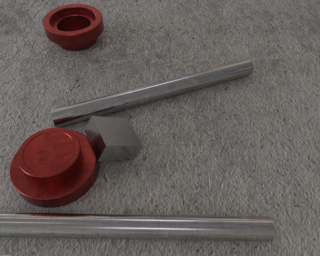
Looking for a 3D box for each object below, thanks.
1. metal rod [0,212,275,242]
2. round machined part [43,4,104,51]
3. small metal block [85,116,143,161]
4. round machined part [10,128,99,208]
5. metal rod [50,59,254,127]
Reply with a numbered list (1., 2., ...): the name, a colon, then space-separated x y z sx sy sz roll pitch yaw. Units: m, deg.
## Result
1. metal rod: -0.038 0.101 0.317 0.302 0.025 0.025 1 50 0
2. round machined part: -0.146 -0.170 0.534 0.099 0.042 0.098 0 50 0
3. small metal block: -0.057 0.012 0.378 0.050 0.025 0.050 2 42 -40
4. round machined part: -0.123 0.038 0.359 0.099 0.042 0.098 0 50 0
5. metal rod: -0.001 -0.054 0.448 0.302 0.025 0.025 -17 52 -14
